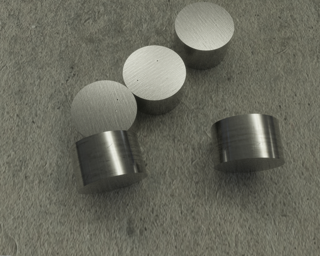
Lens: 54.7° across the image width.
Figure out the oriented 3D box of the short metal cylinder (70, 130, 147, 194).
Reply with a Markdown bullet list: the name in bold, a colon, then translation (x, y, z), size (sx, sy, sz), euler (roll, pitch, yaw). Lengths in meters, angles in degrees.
- **short metal cylinder**: translation (-0.060, 0.042, 0.363), size (0.081, 0.080, 0.050), euler (-15, 71, -5)

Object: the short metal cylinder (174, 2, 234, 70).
- **short metal cylinder**: translation (0.060, -0.131, 0.443), size (0.081, 0.050, 0.080), euler (0, 70, 0)

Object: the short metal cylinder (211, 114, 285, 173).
- **short metal cylinder**: translation (0.104, 0.021, 0.372), size (0.081, 0.080, 0.050), euler (-1, 70, -1)

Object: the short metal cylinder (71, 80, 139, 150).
- **short metal cylinder**: translation (-0.068, -0.014, 0.399), size (0.081, 0.050, 0.080), euler (0, 70, 0)

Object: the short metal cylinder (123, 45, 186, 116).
- **short metal cylinder**: translation (-0.007, -0.063, 0.418), size (0.081, 0.050, 0.080), euler (0, 70, 0)
